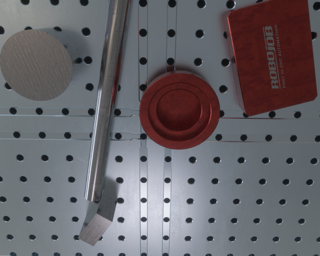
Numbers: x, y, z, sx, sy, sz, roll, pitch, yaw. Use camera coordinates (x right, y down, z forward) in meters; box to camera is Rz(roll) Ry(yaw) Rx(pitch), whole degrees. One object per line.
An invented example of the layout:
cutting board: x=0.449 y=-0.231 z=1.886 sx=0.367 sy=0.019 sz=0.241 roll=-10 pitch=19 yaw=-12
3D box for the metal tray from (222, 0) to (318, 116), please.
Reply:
metal tray: x=0.136 y=-0.088 z=0.380 sx=0.090 sy=0.030 sz=0.129 roll=-15 pitch=110 yaw=5

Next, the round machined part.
round machined part: x=0.024 y=-0.025 z=0.395 sx=0.099 sy=0.042 sz=0.097 roll=0 pitch=110 yaw=0

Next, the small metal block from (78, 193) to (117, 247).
small metal block: x=-0.089 y=0.132 z=0.448 sx=0.025 sy=0.050 sz=0.050 roll=33 pitch=107 yaw=-12

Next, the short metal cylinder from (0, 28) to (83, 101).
short metal cylinder: x=-0.139 y=-0.077 z=0.370 sx=0.081 sy=0.050 sz=0.079 roll=0 pitch=110 yaw=0

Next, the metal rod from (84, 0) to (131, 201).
metal rod: x=-0.069 y=-0.038 z=0.398 sx=0.025 sy=0.025 sz=0.298 roll=10 pitch=110 yaw=-4
